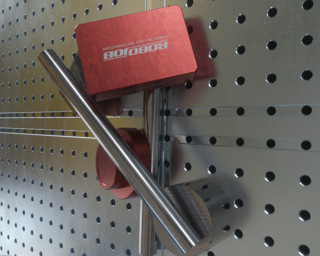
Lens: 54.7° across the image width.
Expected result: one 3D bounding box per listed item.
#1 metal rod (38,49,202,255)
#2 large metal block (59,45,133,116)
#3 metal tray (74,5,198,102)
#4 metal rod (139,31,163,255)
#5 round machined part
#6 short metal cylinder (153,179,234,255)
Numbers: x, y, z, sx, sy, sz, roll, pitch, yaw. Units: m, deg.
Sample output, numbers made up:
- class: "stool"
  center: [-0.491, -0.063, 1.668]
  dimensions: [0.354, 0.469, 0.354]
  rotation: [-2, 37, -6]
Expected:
- class: "metal rod"
  center: [-0.059, 0.013, 0.364]
  dimensions: [0.300, 0.025, 0.025]
  rotation: [50, 119, 19]
- class: "large metal block"
  center: [-0.083, -0.065, 0.441]
  dimensions: [0.050, 0.081, 0.080]
  rotation: [49, 119, 28]
- class: "metal tray"
  center: [-0.029, -0.091, 0.376]
  dimensions: [0.131, 0.030, 0.090]
  rotation: [-13, 79, -4]
- class: "metal rod"
  center: [-0.011, 0.020, 0.417]
  dimensions: [0.025, 0.025, 0.298]
  rotation: [3, 92, 39]
- class: "round machined part"
  center: [-0.056, 0.048, 0.421]
  dimensions: [0.098, 0.042, 0.097]
  rotation: [-1, 89, 57]
- class: "short metal cylinder"
  center: [0.038, 0.103, 0.361]
  dimensions: [0.080, 0.050, 0.079]
  rotation: [0, 90, 39]
